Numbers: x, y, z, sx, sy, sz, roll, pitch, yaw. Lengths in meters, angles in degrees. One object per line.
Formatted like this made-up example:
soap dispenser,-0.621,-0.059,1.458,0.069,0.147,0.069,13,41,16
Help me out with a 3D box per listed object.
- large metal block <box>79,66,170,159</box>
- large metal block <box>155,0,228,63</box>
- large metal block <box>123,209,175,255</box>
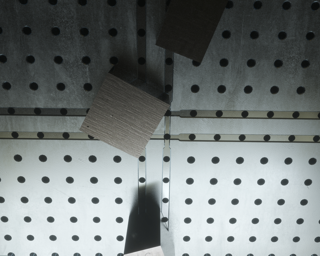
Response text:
large metal block,-0.043,-0.021,0.392,0.080,0.050,0.080,27,108,-10
large metal block,0.033,-0.124,0.339,0.050,0.080,0.079,20,109,-8
large metal block,-0.012,0.180,0.450,0.050,0.080,0.080,-16,110,5
